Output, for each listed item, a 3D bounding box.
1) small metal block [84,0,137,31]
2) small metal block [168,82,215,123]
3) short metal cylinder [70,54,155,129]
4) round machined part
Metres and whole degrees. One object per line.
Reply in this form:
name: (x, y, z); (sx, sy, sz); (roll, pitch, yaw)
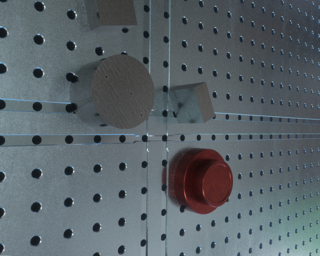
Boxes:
small metal block: (-0.058, -0.142, 0.362); (0.050, 0.025, 0.050); (-16, 101, -39)
small metal block: (0.044, -0.034, 0.432); (0.025, 0.050, 0.050); (-30, 109, -36)
short metal cylinder: (-0.053, -0.039, 0.350); (0.081, 0.050, 0.079); (0, 90, -40)
round machined part: (0.071, 0.080, 0.461); (0.099, 0.042, 0.097); (0, 90, -40)
